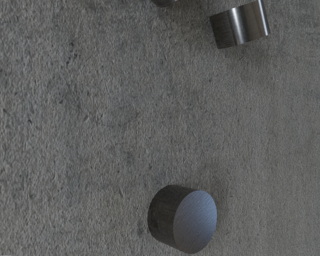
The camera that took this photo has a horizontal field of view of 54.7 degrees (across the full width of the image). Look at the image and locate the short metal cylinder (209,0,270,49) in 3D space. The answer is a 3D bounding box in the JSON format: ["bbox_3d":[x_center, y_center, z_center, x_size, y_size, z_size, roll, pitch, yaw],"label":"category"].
[{"bbox_3d":[0.121,-0.157,0.469,0.081,0.080,0.050,-30,109,-36],"label":"short metal cylinder"}]

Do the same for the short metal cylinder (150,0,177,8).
[{"bbox_3d":[0.004,-0.195,0.371,0.050,0.080,0.080,28,72,-37],"label":"short metal cylinder"}]

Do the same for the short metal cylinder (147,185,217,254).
[{"bbox_3d":[0.030,0.120,0.414,0.081,0.050,0.080,0,90,-40],"label":"short metal cylinder"}]
